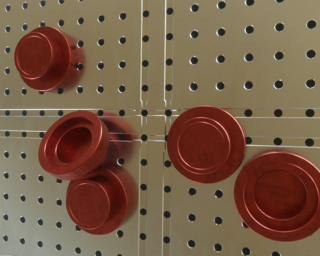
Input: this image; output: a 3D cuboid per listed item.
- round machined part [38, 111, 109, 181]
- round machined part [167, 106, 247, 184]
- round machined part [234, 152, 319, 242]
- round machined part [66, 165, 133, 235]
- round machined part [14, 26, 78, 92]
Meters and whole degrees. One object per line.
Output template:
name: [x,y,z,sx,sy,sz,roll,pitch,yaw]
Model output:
round machined part: [-0.113,0.027,0.427,0.098,0.042,0.098,-12,54,17]
round machined part: [0.055,0.021,0.384,0.098,0.042,0.097,0,90,19]
round machined part: [0.137,0.075,0.355,0.098,0.042,0.097,0,90,19]
round machined part: [-0.091,0.102,0.434,0.098,0.042,0.097,0,90,19]
round machined part: [-0.176,-0.104,0.464,0.098,0.042,0.097,0,90,19]
